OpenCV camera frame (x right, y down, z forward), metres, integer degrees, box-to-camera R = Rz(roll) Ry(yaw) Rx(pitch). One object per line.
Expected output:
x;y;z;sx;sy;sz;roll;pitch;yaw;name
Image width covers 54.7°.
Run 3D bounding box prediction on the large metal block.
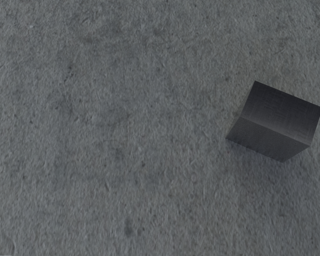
0.135;-0.004;0.382;0.080;0.080;0.050;24;72;8;large metal block
